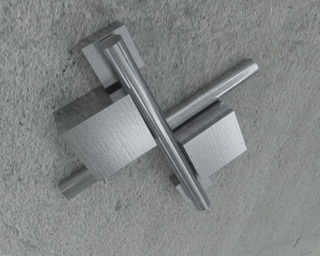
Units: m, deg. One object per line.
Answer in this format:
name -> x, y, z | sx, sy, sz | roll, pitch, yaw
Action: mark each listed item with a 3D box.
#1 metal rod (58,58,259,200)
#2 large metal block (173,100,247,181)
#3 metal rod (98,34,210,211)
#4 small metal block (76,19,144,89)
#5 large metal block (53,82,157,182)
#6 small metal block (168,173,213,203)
metal rod -> 0.003, -0.002, 0.409 | 0.301, 0.025, 0.025 | -34, 129, -6
large metal block -> 0.067, 0.015, 0.438 | 0.080, 0.050, 0.080 | -34, 129, -6
metal rod -> 0.009, 0.018, 0.392 | 0.025, 0.025, 0.299 | -34, 129, -6
small metal block -> -0.053, -0.079, 0.332 | 0.050, 0.025, 0.050 | -33, 129, -7
large metal block -> -0.062, 0.002, 0.357 | 0.080, 0.050, 0.080 | -32, 129, -7
small metal block -> 0.049, 0.083, 0.487 | 0.050, 0.025, 0.050 | -37, 129, -4
